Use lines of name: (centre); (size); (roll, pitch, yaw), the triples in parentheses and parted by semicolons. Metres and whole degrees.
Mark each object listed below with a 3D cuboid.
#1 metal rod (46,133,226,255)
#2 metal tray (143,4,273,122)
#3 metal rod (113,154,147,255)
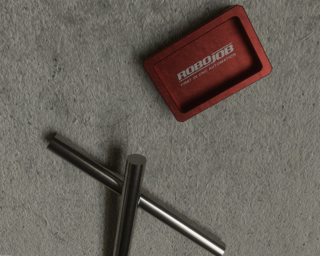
metal rod: (-0.026, 0.103, 0.447); (0.301, 0.025, 0.025); (36, 106, -13)
metal tray: (0.057, -0.077, 0.379); (0.130, 0.030, 0.090); (-30, 108, 10)
metal rod: (-0.054, 0.170, 0.453); (0.025, 0.025, 0.298); (9, 117, -4)
